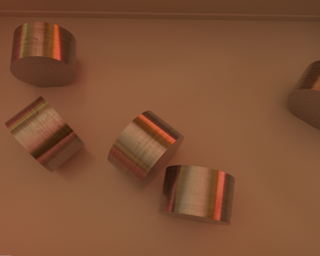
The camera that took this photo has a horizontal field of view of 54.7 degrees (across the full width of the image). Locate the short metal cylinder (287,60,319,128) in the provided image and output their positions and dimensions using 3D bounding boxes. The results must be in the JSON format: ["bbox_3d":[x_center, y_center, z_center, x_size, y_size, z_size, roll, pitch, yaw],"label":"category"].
[{"bbox_3d":[0.215,-0.041,0.398,0.080,0.080,0.050,33,73,11],"label":"short metal cylinder"}]

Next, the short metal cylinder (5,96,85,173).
[{"bbox_3d":[-0.138,0.008,0.376,0.050,0.080,0.080,-42,76,-14],"label":"short metal cylinder"}]

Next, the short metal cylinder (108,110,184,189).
[{"bbox_3d":[-0.016,0.026,0.371,0.050,0.080,0.080,38,74,12],"label":"short metal cylinder"}]

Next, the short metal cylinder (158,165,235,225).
[{"bbox_3d":[0.042,0.078,0.353,0.080,0.080,0.050,10,71,3],"label":"short metal cylinder"}]

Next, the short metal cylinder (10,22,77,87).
[{"bbox_3d":[-0.154,-0.095,0.413,0.081,0.080,0.050,-4,70,-2],"label":"short metal cylinder"}]
